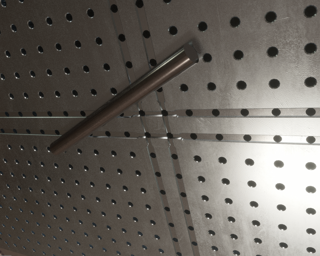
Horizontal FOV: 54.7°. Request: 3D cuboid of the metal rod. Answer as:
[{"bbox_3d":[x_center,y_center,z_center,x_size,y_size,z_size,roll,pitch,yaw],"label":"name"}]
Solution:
[{"bbox_3d":[-0.069,-0.024,0.431,0.299,0.025,0.025,-29,102,37],"label":"metal rod"}]
